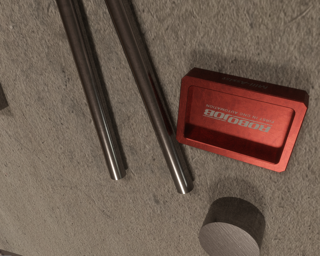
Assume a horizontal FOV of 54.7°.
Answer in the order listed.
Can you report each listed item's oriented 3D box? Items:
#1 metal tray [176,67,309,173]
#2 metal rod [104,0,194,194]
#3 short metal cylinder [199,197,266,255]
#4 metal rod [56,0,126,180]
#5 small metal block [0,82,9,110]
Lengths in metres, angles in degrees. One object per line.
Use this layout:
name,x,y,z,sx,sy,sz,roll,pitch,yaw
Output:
metal tray,0.087,-0.010,0.350,0.130,0.030,0.089,16,125,18
metal rod,-0.012,-0.044,0.384,0.025,0.025,0.298,-7,115,31
short metal cylinder,0.100,0.142,0.425,0.080,0.050,0.079,13,124,20
metal rod,-0.092,-0.057,0.417,0.025,0.025,0.298,3,120,26
small metal block,-0.291,-0.057,0.522,0.050,0.025,0.050,8,122,23
